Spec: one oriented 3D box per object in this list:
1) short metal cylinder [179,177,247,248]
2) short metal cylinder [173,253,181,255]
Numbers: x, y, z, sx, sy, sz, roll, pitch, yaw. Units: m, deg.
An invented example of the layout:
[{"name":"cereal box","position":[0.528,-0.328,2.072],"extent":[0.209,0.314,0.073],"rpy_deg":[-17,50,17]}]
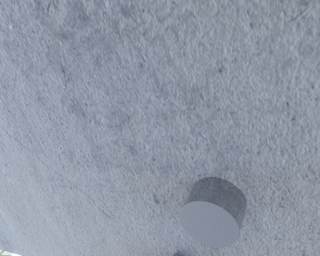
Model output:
[{"name":"short metal cylinder","position":[0.073,0.114,0.422],"extent":[0.080,0.050,0.079],"rpy_deg":[13,124,20]},{"name":"short metal cylinder","position":[0.030,0.257,0.513],"extent":[0.050,0.080,0.079],"rpy_deg":[23,127,14]}]
